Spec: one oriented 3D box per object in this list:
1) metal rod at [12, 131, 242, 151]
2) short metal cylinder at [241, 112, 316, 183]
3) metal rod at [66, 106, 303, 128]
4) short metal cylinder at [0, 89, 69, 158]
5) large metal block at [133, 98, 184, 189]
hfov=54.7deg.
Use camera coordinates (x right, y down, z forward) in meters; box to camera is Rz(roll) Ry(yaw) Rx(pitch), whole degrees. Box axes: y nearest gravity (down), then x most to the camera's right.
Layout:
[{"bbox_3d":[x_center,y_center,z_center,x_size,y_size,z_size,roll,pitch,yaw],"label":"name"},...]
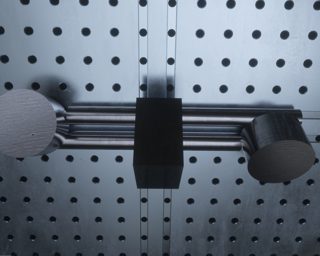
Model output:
[{"bbox_3d":[-0.043,0.017,0.419,0.302,0.025,0.025,1,110,-1],"label":"metal rod"},{"bbox_3d":[0.148,0.026,0.397,0.081,0.050,0.079,0,132,0],"label":"short metal cylinder"},{"bbox_3d":[0.032,-0.015,0.408,0.302,0.025,0.025,1,110,-1],"label":"metal rod"},{"bbox_3d":[-0.160,-0.005,0.382,0.081,0.050,0.080,0,87,-1],"label":"short metal cylinder"},{"bbox_3d":[-0.002,0.020,0.359,0.050,0.080,0.080,1,152,0],"label":"large metal block"}]
